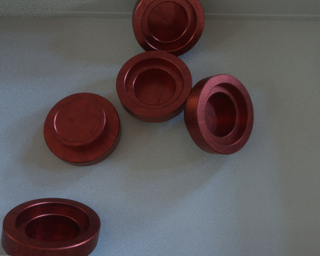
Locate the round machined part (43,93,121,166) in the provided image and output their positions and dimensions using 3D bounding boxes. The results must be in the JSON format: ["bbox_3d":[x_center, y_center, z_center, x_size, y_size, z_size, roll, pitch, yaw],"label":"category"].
[{"bbox_3d":[-0.102,-0.003,0.401,0.099,0.042,0.098,0,70,0],"label":"round machined part"}]

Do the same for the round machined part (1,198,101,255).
[{"bbox_3d":[-0.117,0.118,0.336,0.098,0.098,0.042,13,103,4],"label":"round machined part"}]

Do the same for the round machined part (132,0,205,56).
[{"bbox_3d":[0.010,-0.152,0.435,0.099,0.097,0.042,-11,37,-4],"label":"round machined part"}]

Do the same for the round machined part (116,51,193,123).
[{"bbox_3d":[-0.007,-0.051,0.418,0.099,0.042,0.098,-1,68,2],"label":"round machined part"}]

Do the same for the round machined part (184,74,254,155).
[{"bbox_3d":[0.069,-0.016,0.390,0.099,0.042,0.097,1,88,-35],"label":"round machined part"}]
